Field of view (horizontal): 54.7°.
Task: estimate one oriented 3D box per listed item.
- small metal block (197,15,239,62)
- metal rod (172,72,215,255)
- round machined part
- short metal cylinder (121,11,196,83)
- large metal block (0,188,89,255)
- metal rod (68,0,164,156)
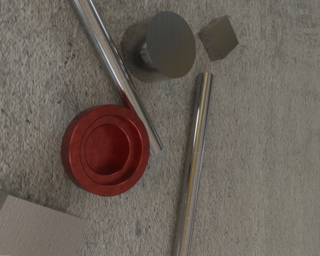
[{"bbox_3d":[0.092,-0.140,0.484,0.050,0.025,0.050,-46,118,-30],"label":"small metal block"},{"bbox_3d":[0.046,0.067,0.446,0.025,0.025,0.298,15,80,-39],"label":"metal rod"},{"bbox_3d":[-0.062,0.023,0.343,0.099,0.042,0.097,0,90,-40],"label":"round machined part"},{"bbox_3d":[-0.001,-0.100,0.389,0.081,0.050,0.079,0,90,-40],"label":"short metal cylinder"},{"bbox_3d":[-0.127,0.108,0.284,0.080,0.050,0.080,33,69,-35],"label":"large metal block"},{"bbox_3d":[-0.067,-0.098,0.349,0.025,0.025,0.299,-39,114,-33],"label":"metal rod"}]
